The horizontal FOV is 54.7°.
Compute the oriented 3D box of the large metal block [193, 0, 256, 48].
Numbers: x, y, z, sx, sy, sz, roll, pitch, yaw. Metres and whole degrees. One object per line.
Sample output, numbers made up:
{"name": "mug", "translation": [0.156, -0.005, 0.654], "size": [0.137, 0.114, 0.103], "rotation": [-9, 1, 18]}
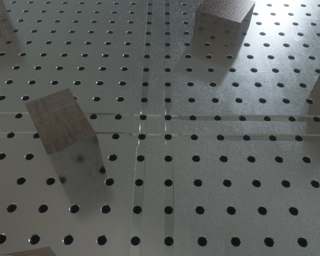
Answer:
{"name": "large metal block", "translation": [0.115, -0.197, 0.559], "size": [0.080, 0.050, 0.080], "rotation": [23, 54, 18]}

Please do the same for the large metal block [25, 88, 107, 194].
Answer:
{"name": "large metal block", "translation": [-0.107, 0.015, 0.358], "size": [0.050, 0.080, 0.080], "rotation": [-25, 55, -19]}

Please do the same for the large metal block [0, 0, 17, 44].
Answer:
{"name": "large metal block", "translation": [-0.308, -0.187, 0.545], "size": [0.081, 0.050, 0.080], "rotation": [-20, 53, -16]}

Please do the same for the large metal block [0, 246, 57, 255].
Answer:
{"name": "large metal block", "translation": [-0.129, 0.155, 0.260], "size": [0.081, 0.050, 0.080], "rotation": [-8, 51, -7]}

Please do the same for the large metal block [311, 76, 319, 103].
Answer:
{"name": "large metal block", "translation": [0.266, -0.056, 0.422], "size": [0.050, 0.080, 0.080], "rotation": [-13, 52, -11]}
